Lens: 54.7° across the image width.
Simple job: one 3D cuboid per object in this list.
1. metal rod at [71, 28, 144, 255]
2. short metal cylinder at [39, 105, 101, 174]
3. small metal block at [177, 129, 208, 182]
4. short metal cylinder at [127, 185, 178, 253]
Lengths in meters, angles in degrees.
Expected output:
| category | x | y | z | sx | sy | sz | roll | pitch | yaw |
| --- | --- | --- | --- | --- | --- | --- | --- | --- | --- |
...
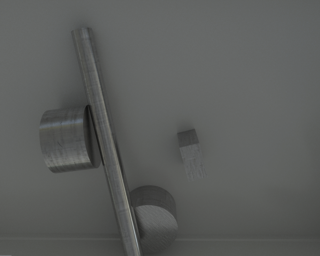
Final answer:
| category | x | y | z | sx | sy | sz | roll | pitch | yaw |
| --- | --- | --- | --- | --- | --- | --- | --- | --- | --- |
| metal rod | -0.063 | 0.029 | 0.388 | 0.025 | 0.025 | 0.298 | -11 | 98 | 4 |
| short metal cylinder | -0.108 | 0.014 | 0.386 | 0.050 | 0.080 | 0.079 | -8 | 110 | 2 |
| small metal block | 0.042 | 0.035 | 0.412 | 0.025 | 0.050 | 0.050 | -14 | 110 | 5 |
| short metal cylinder | -0.016 | 0.130 | 0.446 | 0.081 | 0.050 | 0.079 | 0 | 110 | -1 |
